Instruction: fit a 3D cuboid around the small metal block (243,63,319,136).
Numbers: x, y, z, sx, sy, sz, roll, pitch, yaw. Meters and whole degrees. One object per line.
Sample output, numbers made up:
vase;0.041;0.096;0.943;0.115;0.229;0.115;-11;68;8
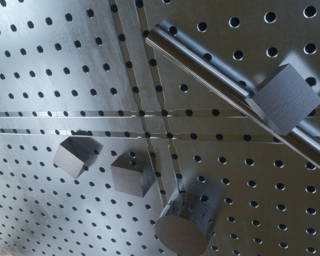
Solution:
small metal block;0.123;-0.028;0.312;0.050;0.025;0.050;-43;95;0

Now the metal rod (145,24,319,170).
metal rod;0.112;-0.017;0.341;0.300;0.025;0.025;37;129;3

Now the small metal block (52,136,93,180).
small metal block;-0.146;0.051;0.517;0.050;0.025;0.050;37;129;3

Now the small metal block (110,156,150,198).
small metal block;-0.045;0.076;0.480;0.050;0.025;0.050;9;123;23

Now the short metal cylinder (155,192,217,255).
short metal cylinder;0.039;0.144;0.462;0.080;0.050;0.079;13;124;21
